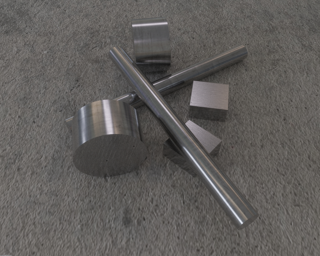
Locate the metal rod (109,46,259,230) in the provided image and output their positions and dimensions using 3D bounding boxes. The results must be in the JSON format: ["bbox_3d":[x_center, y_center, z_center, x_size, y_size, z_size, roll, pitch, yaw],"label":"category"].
[{"bbox_3d":[0.010,-0.010,0.378,0.025,0.025,0.300,-24,55,-19],"label":"metal rod"}]

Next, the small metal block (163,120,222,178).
[{"bbox_3d":[0.040,0.025,0.383,0.050,0.025,0.050,34,58,25],"label":"small metal block"}]

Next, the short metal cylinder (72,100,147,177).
[{"bbox_3d":[-0.059,0.013,0.356,0.081,0.080,0.050,-9,51,-8],"label":"short metal cylinder"}]

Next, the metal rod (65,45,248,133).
[{"bbox_3d":[0.008,-0.062,0.455,0.302,0.025,0.025,-26,55,-21],"label":"metal rod"}]

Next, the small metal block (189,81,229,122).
[{"bbox_3d":[0.069,-0.038,0.435,0.050,0.025,0.050,7,50,6],"label":"small metal block"}]

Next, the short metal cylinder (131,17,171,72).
[{"bbox_3d":[-0.015,-0.126,0.473,0.050,0.080,0.080,-6,50,-5],"label":"short metal cylinder"}]
